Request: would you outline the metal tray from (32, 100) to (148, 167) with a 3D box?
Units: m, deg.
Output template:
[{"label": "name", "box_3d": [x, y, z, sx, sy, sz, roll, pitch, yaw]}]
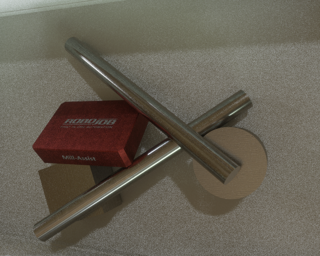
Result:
[{"label": "metal tray", "box_3d": [-0.088, 0.004, 0.407, 0.130, 0.030, 0.090, 0, 46, 21]}]

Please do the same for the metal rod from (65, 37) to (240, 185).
[{"label": "metal rod", "box_3d": [-0.028, -0.037, 0.387, 0.300, 0.025, 0.025, 40, 103, 28]}]

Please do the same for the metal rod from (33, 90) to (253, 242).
[{"label": "metal rod", "box_3d": [-0.022, 0.047, 0.377, 0.301, 0.025, 0.025, -33, 79, 2]}]

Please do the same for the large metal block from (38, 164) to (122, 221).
[{"label": "large metal block", "box_3d": [-0.110, 0.083, 0.430, 0.080, 0.050, 0.080, -20, 84, 18]}]

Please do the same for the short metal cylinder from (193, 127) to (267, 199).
[{"label": "short metal cylinder", "box_3d": [0.084, 0.038, 0.365, 0.080, 0.050, 0.079, 0, 90, 19]}]
